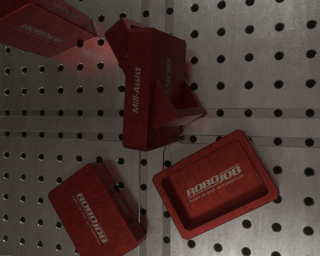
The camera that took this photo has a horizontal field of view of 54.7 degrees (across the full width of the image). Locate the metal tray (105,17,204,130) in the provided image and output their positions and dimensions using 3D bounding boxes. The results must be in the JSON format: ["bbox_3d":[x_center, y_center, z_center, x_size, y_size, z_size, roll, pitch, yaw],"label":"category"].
[{"bbox_3d":[-0.004,-0.064,0.376,0.030,0.090,0.130,-32,80,27],"label":"metal tray"}]

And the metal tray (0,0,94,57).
[{"bbox_3d":[-0.161,-0.137,0.412,0.090,0.130,0.030,-19,84,19],"label":"metal tray"}]

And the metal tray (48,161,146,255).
[{"bbox_3d":[-0.091,0.125,0.441,0.090,0.030,0.130,-36,79,16],"label":"metal tray"}]

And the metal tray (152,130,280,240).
[{"bbox_3d":[0.067,0.070,0.385,0.130,0.030,0.090,-31,80,17],"label":"metal tray"}]

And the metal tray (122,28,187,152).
[{"bbox_3d":[-0.004,-0.044,0.365,0.030,0.090,0.129,8,99,26],"label":"metal tray"}]
